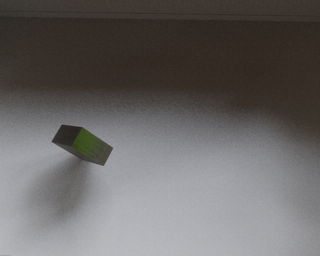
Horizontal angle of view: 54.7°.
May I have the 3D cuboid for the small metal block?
[{"bbox_3d":[-0.094,0.021,0.377,0.050,0.050,0.025,6,63,46],"label":"small metal block"}]
